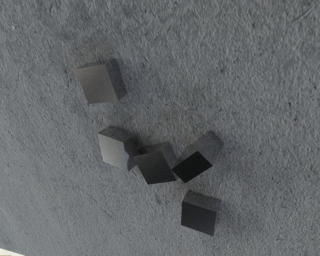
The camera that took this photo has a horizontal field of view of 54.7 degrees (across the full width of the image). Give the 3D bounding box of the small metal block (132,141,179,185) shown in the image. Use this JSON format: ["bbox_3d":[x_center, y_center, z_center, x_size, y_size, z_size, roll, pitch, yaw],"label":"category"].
[{"bbox_3d":[-0.003,0.050,0.440,0.050,0.025,0.050,-15,111,33],"label":"small metal block"}]

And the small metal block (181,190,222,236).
[{"bbox_3d":[0.059,0.124,0.452,0.050,0.025,0.050,13,124,20],"label":"small metal block"}]

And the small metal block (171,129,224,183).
[{"bbox_3d":[0.048,0.035,0.388,0.025,0.050,0.050,46,129,-4],"label":"small metal block"}]

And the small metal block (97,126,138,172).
[{"bbox_3d":[-0.060,0.029,0.451,0.050,0.025,0.050,17,126,32],"label":"small metal block"}]

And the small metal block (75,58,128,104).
[{"bbox_3d":[-0.077,-0.061,0.410,0.050,0.025,0.050,-3,117,29],"label":"small metal block"}]
